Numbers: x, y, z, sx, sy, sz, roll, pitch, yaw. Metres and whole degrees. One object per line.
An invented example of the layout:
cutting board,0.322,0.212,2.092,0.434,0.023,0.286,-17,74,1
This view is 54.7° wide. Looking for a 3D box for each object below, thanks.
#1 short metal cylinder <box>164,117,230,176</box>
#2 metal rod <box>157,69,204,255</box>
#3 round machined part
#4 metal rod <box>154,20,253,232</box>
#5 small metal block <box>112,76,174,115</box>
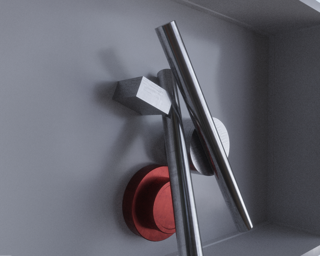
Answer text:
short metal cylinder,0.053,0.025,0.437,0.081,0.050,0.079,0,90,-40
metal rod,0.023,0.059,0.348,0.025,0.025,0.299,19,53,-39
round machined part,0.004,0.098,0.401,0.099,0.042,0.097,0,90,-40
metal rod,0.063,0.012,0.396,0.025,0.025,0.299,-38,113,-34
small metal block,-0.021,-0.037,0.375,0.050,0.050,0.025,28,73,-37
